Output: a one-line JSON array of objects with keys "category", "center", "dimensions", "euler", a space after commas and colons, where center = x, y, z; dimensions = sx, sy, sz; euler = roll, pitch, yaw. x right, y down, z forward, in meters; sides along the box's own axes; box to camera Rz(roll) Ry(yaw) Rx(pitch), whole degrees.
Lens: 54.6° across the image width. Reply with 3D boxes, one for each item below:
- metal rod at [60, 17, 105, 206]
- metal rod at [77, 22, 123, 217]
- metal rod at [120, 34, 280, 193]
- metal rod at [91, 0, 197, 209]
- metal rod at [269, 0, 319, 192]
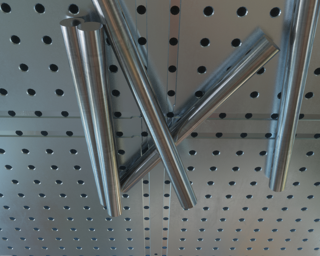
[{"category": "metal rod", "center": [-0.088, 0.005, 0.414], "dimensions": [0.025, 0.025, 0.298], "euler": [-1, 130, 0]}, {"category": "metal rod", "center": [-0.070, 0.016, 0.399], "dimensions": [0.025, 0.025, 0.298], "euler": [0, 129, 0]}, {"category": "metal rod", "center": [0.031, -0.001, 0.410], "dimensions": [0.025, 0.025, 0.299], "euler": [30, 124, -23]}, {"category": "metal rod", "center": [-0.007, -0.011, 0.377], "dimensions": [0.025, 0.025, 0.299], "euler": [-15, 121, 12]}, {"category": "metal rod", "center": [0.164, -0.021, 0.394], "dimensions": [0.025, 0.025, 0.299], "euler": [-6, 130, 5]}]
